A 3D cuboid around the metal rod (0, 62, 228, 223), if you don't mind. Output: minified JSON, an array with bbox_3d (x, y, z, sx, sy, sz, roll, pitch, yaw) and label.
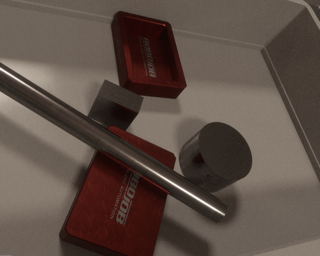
[{"bbox_3d":[-0.058,0.014,0.327,0.301,0.025,0.025,33,51,-7],"label":"metal rod"}]

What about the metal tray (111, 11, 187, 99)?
[{"bbox_3d":[-0.018,-0.108,0.460,0.091,0.030,0.130,3,60,-27],"label":"metal tray"}]

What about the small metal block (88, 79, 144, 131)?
[{"bbox_3d":[-0.055,-0.025,0.377,0.050,0.050,0.025,24,53,-14],"label":"small metal block"}]

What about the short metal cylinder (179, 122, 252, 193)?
[{"bbox_3d":[0.072,0.039,0.407,0.081,0.050,0.080,14,56,-21],"label":"short metal cylinder"}]

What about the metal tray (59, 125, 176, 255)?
[{"bbox_3d":[-0.040,0.070,0.339,0.090,0.030,0.130,26,52,-13],"label":"metal tray"}]
